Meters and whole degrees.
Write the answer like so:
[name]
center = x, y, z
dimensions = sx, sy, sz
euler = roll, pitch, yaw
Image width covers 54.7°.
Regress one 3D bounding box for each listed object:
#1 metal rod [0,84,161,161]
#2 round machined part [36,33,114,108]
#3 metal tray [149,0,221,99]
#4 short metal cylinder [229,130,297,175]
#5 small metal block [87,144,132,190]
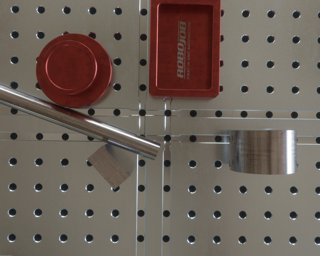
[metal rod]
center = -0.144, -0.021, 0.411
dimensions = 0.301, 0.025, 0.025
euler = 20, 90, -1
[round machined part]
center = -0.113, -0.075, 0.403
dimensions = 0.099, 0.042, 0.097
euler = 0, 90, -1
[metal tray]
center = 0.032, -0.104, 0.411
dimensions = 0.091, 0.030, 0.129
euler = 1, 90, -1
[short metal cylinder]
center = 0.128, 0.027, 0.388
dimensions = 0.081, 0.080, 0.050
euler = 0, 90, -1
[small metal block]
center = -0.063, 0.048, 0.400
dimensions = 0.025, 0.050, 0.050
euler = -42, 91, 0
